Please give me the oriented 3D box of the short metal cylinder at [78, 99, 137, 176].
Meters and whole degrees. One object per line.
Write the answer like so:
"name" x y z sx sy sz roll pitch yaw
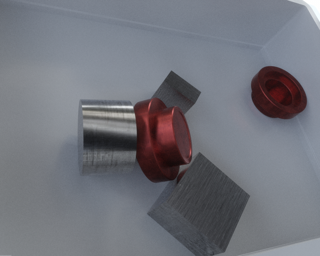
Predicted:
"short metal cylinder" -0.059 0.010 0.329 0.050 0.080 0.080 0 62 -19

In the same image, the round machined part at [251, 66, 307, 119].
"round machined part" 0.199 -0.056 0.537 0.099 0.042 0.098 12 56 -18

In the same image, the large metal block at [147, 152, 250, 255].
"large metal block" 0.046 0.089 0.361 0.080 0.050 0.080 41 51 -1

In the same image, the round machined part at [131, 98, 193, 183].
"round machined part" 0.007 0.012 0.358 0.098 0.042 0.097 -13 90 -71

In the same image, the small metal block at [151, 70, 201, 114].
"small metal block" 0.020 -0.043 0.428 0.050 0.050 0.025 35 51 -5
